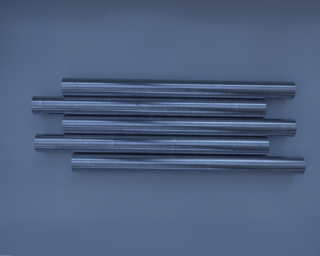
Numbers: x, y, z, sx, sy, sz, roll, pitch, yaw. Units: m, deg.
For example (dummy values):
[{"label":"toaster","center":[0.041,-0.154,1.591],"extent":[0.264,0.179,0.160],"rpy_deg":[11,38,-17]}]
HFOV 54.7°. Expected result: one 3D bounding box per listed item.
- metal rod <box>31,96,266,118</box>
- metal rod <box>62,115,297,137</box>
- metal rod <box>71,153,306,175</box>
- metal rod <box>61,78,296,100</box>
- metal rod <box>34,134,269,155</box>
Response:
[{"label":"metal rod","center":[-0.014,-0.028,0.410],"extent":[0.302,0.025,0.025],"rpy_deg":[1,90,-1]},{"label":"metal rod","center":[0.026,-0.002,0.410],"extent":[0.302,0.025,0.025],"rpy_deg":[1,90,-1]},{"label":"metal rod","center":[0.037,0.048,0.411],"extent":[0.302,0.025,0.025],"rpy_deg":[1,90,-1]},{"label":"metal rod","center":[0.025,-0.052,0.410],"extent":[0.302,0.025,0.025],"rpy_deg":[1,90,-1]},{"label":"metal rod","center":[-0.010,0.022,0.410],"extent":[0.302,0.025,0.025],"rpy_deg":[1,90,-1]}]
